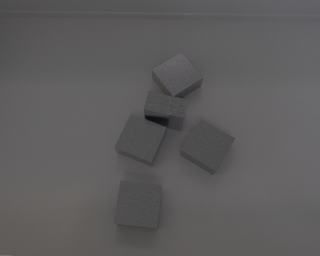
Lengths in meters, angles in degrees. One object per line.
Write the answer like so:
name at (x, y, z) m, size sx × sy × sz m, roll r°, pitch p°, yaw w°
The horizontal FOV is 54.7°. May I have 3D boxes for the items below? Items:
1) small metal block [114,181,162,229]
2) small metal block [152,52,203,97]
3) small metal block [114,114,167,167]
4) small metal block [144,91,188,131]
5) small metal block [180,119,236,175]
small metal block at (-0.025, 0.093, 0.375) m, size 0.050 × 0.025 × 0.050 m, roll 6°, pitch 70°, yaw 2°
small metal block at (0.024, -0.070, 0.435) m, size 0.050 × 0.025 × 0.050 m, roll -33°, pitch 74°, yaw -11°
small metal block at (-0.024, 0.016, 0.403) m, size 0.050 × 0.025 × 0.050 m, roll 21°, pitch 71°, yaw 7°
small metal block at (0.008, -0.021, 0.404) m, size 0.050 × 0.050 × 0.025 m, roll 13°, pitch 71°, yaw 4°
small metal block at (0.061, 0.025, 0.401) m, size 0.050 × 0.025 × 0.050 m, roll 31°, pitch 73°, yaw 10°
